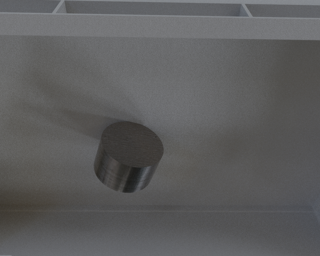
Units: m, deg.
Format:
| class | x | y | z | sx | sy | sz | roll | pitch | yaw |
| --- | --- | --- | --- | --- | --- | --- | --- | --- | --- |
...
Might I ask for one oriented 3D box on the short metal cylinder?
| class | x | y | z | sx | sy | sz | roll | pitch | yaw |
| --- | --- | --- | --- | --- | --- | --- | --- | --- | --- |
| short metal cylinder | -0.041 | 0.037 | 0.404 | 0.081 | 0.080 | 0.050 | 14 | 129 | -12 |
